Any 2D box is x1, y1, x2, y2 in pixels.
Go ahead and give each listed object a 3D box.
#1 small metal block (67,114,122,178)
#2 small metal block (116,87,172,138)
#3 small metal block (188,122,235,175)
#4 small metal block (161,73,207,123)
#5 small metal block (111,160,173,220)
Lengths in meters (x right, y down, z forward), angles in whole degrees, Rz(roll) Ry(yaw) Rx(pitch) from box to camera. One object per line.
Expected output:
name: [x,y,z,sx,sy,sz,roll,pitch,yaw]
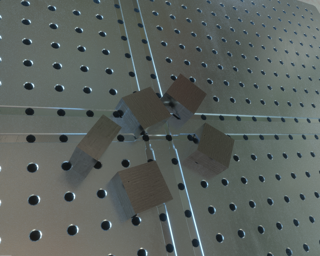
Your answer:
small metal block: [-0.073,0.020,0.342,0.025,0.050,0.050,36,51,-5]
small metal block: [-0.022,-0.022,0.411,0.050,0.025,0.050,-27,77,-37]
small metal block: [0.072,0.029,0.432,0.050,0.025,0.050,30,52,-9]
small metal block: [0.034,-0.044,0.455,0.050,0.025,0.050,38,51,-3]
small metal block: [-0.021,0.070,0.355,0.050,0.025,0.050,-13,69,-34]
